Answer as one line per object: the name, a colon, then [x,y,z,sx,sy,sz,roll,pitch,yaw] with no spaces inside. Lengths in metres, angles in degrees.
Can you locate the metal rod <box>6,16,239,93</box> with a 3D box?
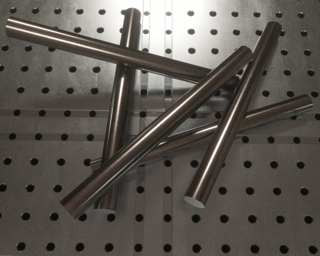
metal rod: [-0.039,-0.092,0.407,0.302,0.025,0.025,12,70,-11]

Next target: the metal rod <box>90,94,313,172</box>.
metal rod: [0.059,0.009,0.409,0.302,0.025,0.025,-17,71,-7]

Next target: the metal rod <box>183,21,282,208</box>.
metal rod: [0.105,-0.036,0.403,0.025,0.025,0.300,26,63,9]

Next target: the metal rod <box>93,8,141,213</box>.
metal rod: [-0.051,-0.042,0.409,0.025,0.025,0.299,4,63,1]

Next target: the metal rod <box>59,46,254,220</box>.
metal rod: [0.012,-0.009,0.368,0.025,0.025,0.301,43,68,14]
